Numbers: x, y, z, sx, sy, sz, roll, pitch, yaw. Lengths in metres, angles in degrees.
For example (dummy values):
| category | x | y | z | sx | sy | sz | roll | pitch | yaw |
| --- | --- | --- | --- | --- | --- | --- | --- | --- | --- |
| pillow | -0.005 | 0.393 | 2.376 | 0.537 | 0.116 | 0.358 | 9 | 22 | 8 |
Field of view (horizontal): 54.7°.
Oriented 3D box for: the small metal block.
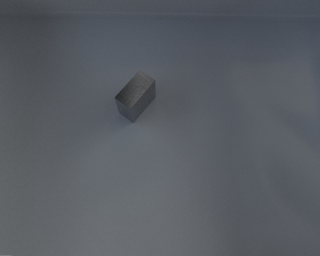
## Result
| category | x | y | z | sx | sy | sz | roll | pitch | yaw |
| --- | --- | --- | --- | --- | --- | --- | --- | --- | --- |
| small metal block | -0.031 | -0.041 | 0.411 | 0.025 | 0.050 | 0.050 | 36 | 74 | 11 |
